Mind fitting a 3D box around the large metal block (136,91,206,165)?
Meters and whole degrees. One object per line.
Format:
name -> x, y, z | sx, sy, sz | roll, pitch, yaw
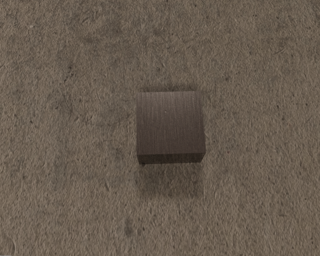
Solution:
large metal block -> 0.012, 0.001, 0.395 | 0.081, 0.050, 0.080 | -2, 70, -1
